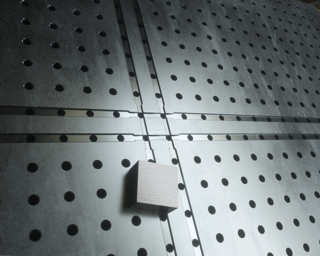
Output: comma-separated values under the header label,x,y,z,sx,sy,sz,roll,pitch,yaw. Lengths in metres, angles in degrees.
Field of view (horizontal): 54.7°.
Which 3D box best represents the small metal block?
label,x,y,z,sx,sy,sz,roll,pitch,yaw
small metal block,-0.007,0.069,0.363,0.050,0.025,0.050,14,56,-21
